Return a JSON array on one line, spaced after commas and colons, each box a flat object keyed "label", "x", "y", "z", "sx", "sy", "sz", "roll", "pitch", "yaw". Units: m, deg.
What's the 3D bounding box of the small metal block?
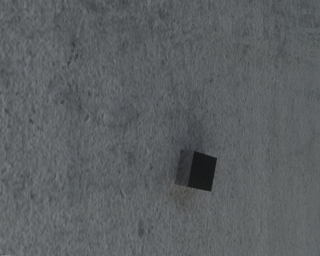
[{"label": "small metal block", "x": 0.053, "y": 0.062, "z": 0.448, "sx": 0.050, "sy": 0.025, "sz": 0.050, "roll": 19, "pitch": 78, "yaw": -38}]
